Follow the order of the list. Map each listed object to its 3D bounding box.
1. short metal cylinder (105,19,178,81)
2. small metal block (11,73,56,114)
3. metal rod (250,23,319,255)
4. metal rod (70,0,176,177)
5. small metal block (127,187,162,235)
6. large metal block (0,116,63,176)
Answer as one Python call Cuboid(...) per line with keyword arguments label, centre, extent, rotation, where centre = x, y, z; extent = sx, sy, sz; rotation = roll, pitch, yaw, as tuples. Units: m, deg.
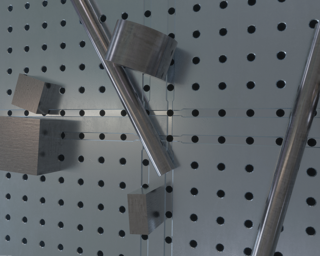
Cuboid(label="short metal cylinder", centre=(-0.024, -0.097, 0.392), extent=(0.080, 0.080, 0.050), rotation=(22, 98, 18))
Cuboid(label="small metal block", centre=(-0.197, -0.053, 0.482), extent=(0.050, 0.025, 0.050), rotation=(20, 97, 18))
Cuboid(label="metal rod", centre=(0.151, 0.031, 0.358), extent=(0.025, 0.025, 0.298), rotation=(15, 95, 19))
Cuboid(label="metal rod", centre=(-0.058, -0.072, 0.433), extent=(0.025, 0.025, 0.299), rotation=(-30, 80, 17))
Cuboid(label="small metal block", centre=(-0.019, 0.106, 0.406), extent=(0.025, 0.050, 0.050), rotation=(-5, 89, 20))
Cuboid(label="large metal block", centre=(-0.199, 0.024, 0.470), extent=(0.080, 0.050, 0.079), rotation=(4, 92, 20))
